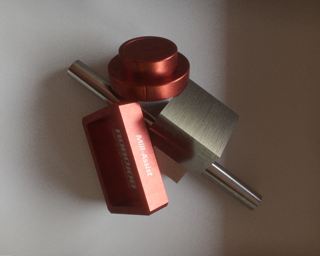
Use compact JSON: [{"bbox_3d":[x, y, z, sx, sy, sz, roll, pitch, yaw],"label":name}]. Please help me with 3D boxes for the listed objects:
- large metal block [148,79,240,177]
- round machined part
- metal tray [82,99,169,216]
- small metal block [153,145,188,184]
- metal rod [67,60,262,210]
[{"bbox_3d":[0.040,-0.002,0.378,0.080,0.050,0.080,37,47,0],"label":"large metal block"},{"bbox_3d":[-0.013,-0.077,0.371,0.099,0.098,0.042,-2,131,-1],"label":"round machined part"},{"bbox_3d":[-0.046,0.038,0.378,0.030,0.090,0.129,-17,90,-41],"label":"metal tray"},{"bbox_3d":[0.008,0.042,0.397,0.050,0.050,0.025,38,90,-1],"label":"small metal block"},{"bbox_3d":[0.007,0.010,0.410,0.301,0.025,0.025,37,90,-1],"label":"metal rod"}]
